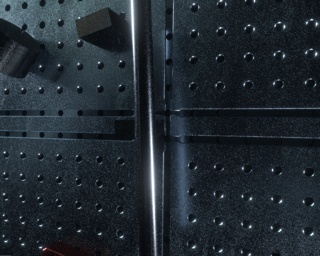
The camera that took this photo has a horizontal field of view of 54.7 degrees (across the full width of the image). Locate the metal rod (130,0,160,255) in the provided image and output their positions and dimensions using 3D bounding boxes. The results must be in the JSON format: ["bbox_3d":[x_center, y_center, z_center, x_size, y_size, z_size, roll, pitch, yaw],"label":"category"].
[{"bbox_3d":[-0.018,-0.002,0.364,0.025,0.025,0.298,-2,89,19],"label":"metal rod"}]

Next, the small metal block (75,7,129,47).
[{"bbox_3d":[-0.079,-0.137,0.426,0.050,0.050,0.025,-14,86,19],"label":"small metal block"}]

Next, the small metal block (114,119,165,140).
[{"bbox_3d":[-0.026,0.002,0.407,0.050,0.050,0.025,-1,90,19],"label":"small metal block"}]

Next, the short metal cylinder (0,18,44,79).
[{"bbox_3d":[-0.224,-0.119,0.460,0.080,0.080,0.050,44,104,14],"label":"short metal cylinder"}]

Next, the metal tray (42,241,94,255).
[{"bbox_3d":[-0.138,0.246,0.456,0.090,0.030,0.129,14,94,19],"label":"metal tray"}]
